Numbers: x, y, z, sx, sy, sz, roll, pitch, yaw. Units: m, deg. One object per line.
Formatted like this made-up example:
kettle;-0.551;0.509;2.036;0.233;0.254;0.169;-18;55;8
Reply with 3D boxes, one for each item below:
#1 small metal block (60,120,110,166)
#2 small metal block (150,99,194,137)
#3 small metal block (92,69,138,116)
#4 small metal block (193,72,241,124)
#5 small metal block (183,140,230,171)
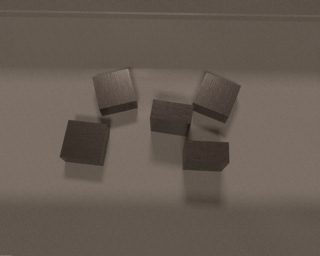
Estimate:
small metal block;-0.096;0.020;0.401;0.050;0.025;0.050;6;70;2
small metal block;0.014;-0.012;0.401;0.050;0.050;0.025;9;71;3
small metal block;-0.062;-0.049;0.427;0.050;0.025;0.050;-14;71;-6
small metal block;0.077;-0.041;0.426;0.050;0.025;0.050;23;71;8
small metal block;0.055;0.036;0.384;0.050;0.050;0.025;3;70;0
